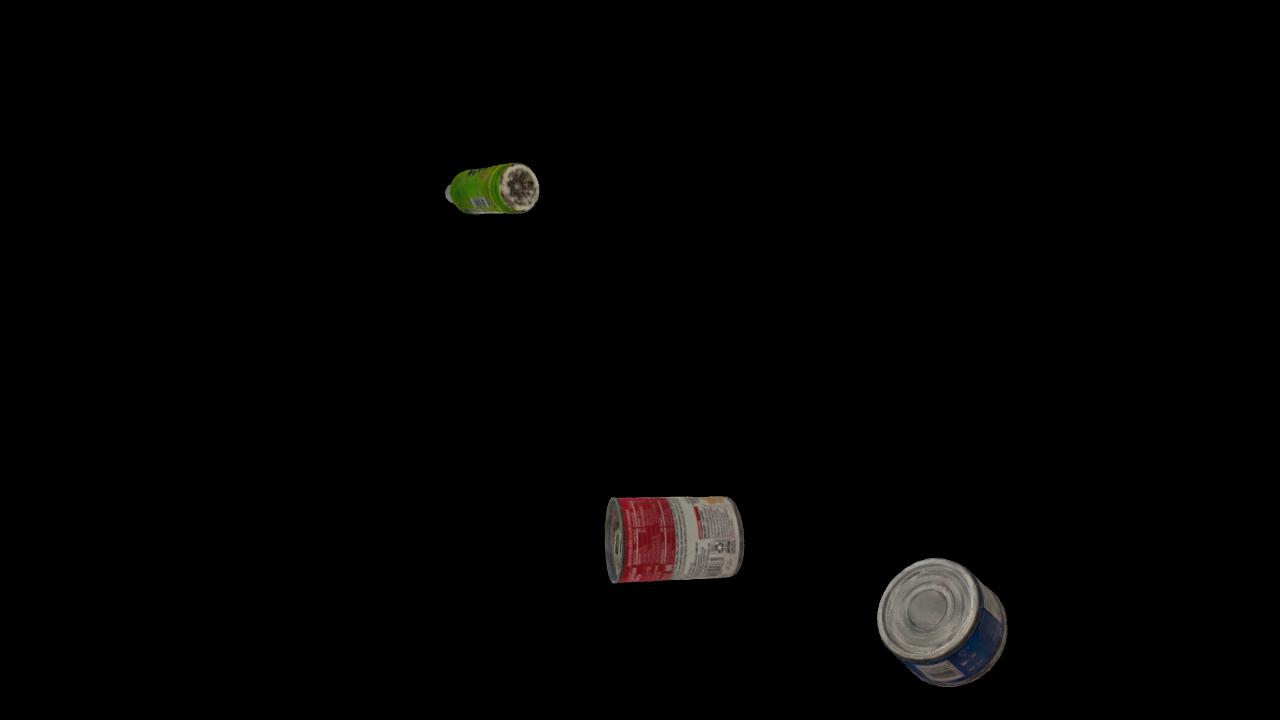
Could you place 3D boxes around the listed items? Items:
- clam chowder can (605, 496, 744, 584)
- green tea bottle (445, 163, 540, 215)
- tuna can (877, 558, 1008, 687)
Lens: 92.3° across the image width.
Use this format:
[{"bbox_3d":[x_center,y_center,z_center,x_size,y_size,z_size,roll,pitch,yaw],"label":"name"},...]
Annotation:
[{"bbox_3d":[0.027,0.147,0.508,0.102,0.068,0.068,2,0,-13],"label":"clam chowder can"},{"bbox_3d":[-0.237,-0.256,0.935,0.073,0.073,0.212,0,8,-45],"label":"green tea bottle"},{"bbox_3d":[0.218,0.189,0.450,0.034,0.084,0.084,42,-12,-14],"label":"tuna can"}]
